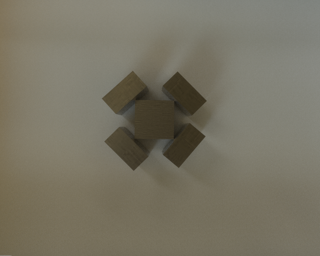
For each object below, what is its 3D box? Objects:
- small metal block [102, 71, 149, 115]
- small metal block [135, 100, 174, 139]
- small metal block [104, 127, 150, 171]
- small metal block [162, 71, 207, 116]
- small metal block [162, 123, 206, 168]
[{"bbox_3d":[-0.042,-0.043,0.396,0.050,0.050,0.025,-42,90,1],"label":"small metal block"},{"bbox_3d":[-0.007,-0.011,0.409,0.050,0.025,0.050,1,90,0],"label":"small metal block"},{"bbox_3d":[-0.040,0.025,0.397,0.025,0.050,0.050,-45,90,1],"label":"small metal block"},{"bbox_3d":[0.029,-0.042,0.397,0.025,0.050,0.050,-45,91,-1],"label":"small metal block"},{"bbox_3d":[0.029,0.021,0.397,0.025,0.050,0.050,40,89,-1],"label":"small metal block"}]
